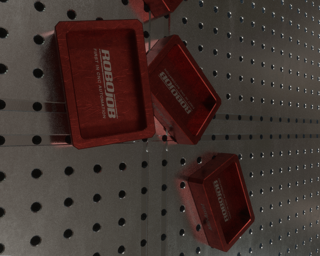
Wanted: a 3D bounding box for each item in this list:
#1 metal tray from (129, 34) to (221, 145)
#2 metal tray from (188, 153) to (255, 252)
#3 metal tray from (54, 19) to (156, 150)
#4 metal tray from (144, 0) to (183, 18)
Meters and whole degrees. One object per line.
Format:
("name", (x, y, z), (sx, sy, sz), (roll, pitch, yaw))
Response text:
("metal tray", (0.026, -0.050, 0.429), (0.130, 0.030, 0.090), (50, 61, -29))
("metal tray", (0.102, 0.116, 0.494), (0.091, 0.030, 0.129), (-31, 109, -36))
("metal tray", (-0.059, -0.048, 0.338), (0.091, 0.030, 0.129), (-9, 96, -19))
("metal tray", (0.013, -0.225, 0.418), (0.090, 0.030, 0.130), (49, 61, -29))
